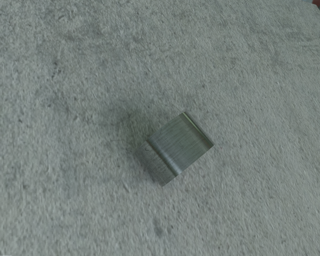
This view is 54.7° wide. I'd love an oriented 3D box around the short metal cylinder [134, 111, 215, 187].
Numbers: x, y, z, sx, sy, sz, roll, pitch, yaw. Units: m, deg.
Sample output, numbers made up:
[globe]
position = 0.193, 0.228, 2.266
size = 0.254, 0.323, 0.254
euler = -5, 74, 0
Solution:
[short metal cylinder]
position = 0.017, 0.025, 0.364
size = 0.081, 0.080, 0.050
euler = -34, 81, -38
